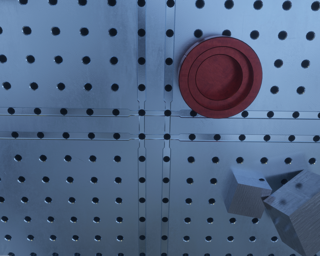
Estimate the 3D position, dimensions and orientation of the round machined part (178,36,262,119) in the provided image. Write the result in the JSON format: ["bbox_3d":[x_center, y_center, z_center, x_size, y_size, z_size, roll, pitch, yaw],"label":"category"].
[{"bbox_3d":[0.071,-0.064,0.382,0.099,0.042,0.097,0,110,-1],"label":"round machined part"}]

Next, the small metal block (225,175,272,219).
[{"bbox_3d":[0.128,0.100,0.452,0.050,0.025,0.050,12,110,-5],"label":"small metal block"}]

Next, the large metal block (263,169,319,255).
[{"bbox_3d":[0.205,0.119,0.433,0.080,0.050,0.080,-33,109,-12],"label":"large metal block"}]
